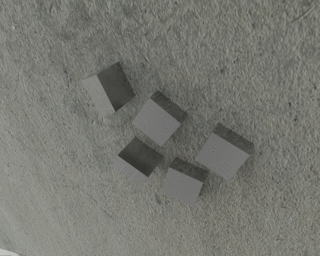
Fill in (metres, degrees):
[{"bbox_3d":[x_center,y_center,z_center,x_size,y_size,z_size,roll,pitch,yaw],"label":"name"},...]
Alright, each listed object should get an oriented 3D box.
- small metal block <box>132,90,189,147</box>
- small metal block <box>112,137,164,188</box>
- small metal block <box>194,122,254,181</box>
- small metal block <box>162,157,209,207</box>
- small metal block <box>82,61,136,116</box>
[{"bbox_3d":[0.000,-0.012,0.400,0.050,0.025,0.050,40,129,1],"label":"small metal block"},{"bbox_3d":[-0.031,0.047,0.436,0.050,0.050,0.025,35,129,5],"label":"small metal block"},{"bbox_3d":[0.079,0.030,0.384,0.050,0.025,0.050,32,129,7],"label":"small metal block"},{"bbox_3d":[0.035,0.076,0.435,0.050,0.025,0.050,23,127,14],"label":"small metal block"},{"bbox_3d":[-0.064,-0.050,0.393,0.025,0.050,0.050,-12,112,33],"label":"small metal block"}]
